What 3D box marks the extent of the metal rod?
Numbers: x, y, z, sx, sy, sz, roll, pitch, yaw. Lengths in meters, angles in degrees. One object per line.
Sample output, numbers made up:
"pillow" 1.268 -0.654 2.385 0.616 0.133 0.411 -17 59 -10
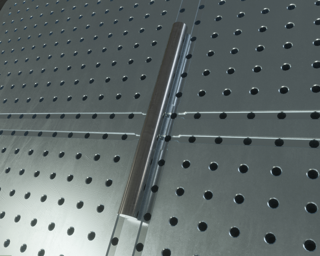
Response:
"metal rod" -0.004 -0.027 0.428 0.025 0.025 0.300 1 62 28
